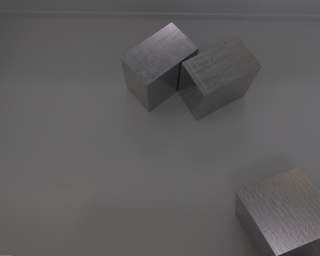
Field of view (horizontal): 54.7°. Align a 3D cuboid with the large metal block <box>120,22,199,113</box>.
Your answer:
[{"bbox_3d":[0.000,-0.077,0.408,0.080,0.080,0.050,-38,75,-13],"label":"large metal block"}]

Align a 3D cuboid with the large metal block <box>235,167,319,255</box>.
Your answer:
[{"bbox_3d":[0.140,0.101,0.344,0.080,0.050,0.080,-19,44,-7],"label":"large metal block"}]

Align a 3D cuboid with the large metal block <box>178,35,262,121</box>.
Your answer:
[{"bbox_3d":[0.073,-0.062,0.403,0.080,0.080,0.050,-27,73,-10],"label":"large metal block"}]
